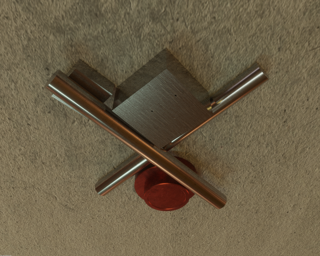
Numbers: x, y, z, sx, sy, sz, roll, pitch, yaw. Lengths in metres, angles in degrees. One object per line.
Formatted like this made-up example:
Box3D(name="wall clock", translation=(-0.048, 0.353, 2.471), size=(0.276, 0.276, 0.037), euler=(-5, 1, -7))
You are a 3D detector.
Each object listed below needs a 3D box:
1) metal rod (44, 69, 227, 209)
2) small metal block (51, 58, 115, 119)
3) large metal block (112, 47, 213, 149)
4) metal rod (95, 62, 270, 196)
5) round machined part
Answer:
Box3D(name="metal rod", translation=(-0.012, 0.030, 0.400), size=(0.025, 0.025, 0.301), euler=(-36, 122, 26))
Box3D(name="small metal block", translation=(-0.091, -0.046, 0.370), size=(0.050, 0.025, 0.050), euler=(35, 121, -27))
Box3D(name="large metal block", translation=(0.003, -0.033, 0.366), size=(0.080, 0.050, 0.080), euler=(-34, 123, 25))
Box3D(name="metal rod", translation=(0.013, 0.015, 0.424), size=(0.299, 0.025, 0.025), euler=(-37, 121, 27))
Box3D(name="round machined part", translation=(0.010, 0.091, 0.474), size=(0.099, 0.042, 0.097), euler=(-1, 130, 0))
